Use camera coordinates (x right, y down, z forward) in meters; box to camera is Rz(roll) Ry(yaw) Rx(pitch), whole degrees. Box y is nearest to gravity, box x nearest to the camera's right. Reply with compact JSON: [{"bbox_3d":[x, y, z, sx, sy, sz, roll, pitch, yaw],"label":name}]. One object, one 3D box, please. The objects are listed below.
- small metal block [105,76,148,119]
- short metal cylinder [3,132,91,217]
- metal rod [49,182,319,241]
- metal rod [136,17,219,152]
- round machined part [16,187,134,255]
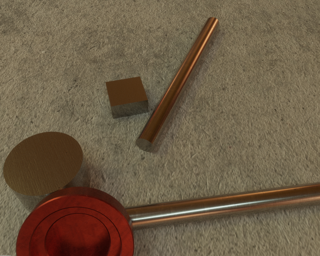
[{"bbox_3d":[-0.047,-0.044,0.439,0.050,0.025,0.050,-11,51,-10],"label":"small metal block"},{"bbox_3d":[-0.122,0.051,0.343,0.081,0.050,0.080,0,50,0],"label":"short metal cylinder"},{"bbox_3d":[0.037,0.087,0.330,0.302,0.025,0.025,-6,50,-6],"label":"metal rod"},{"bbox_3d":[0.039,-0.085,0.474,0.025,0.025,0.301,18,52,14],"label":"metal rod"},{"bbox_3d":[-0.074,0.100,0.284,0.099,0.097,0.042,-6,9,-6],"label":"round machined part"}]
